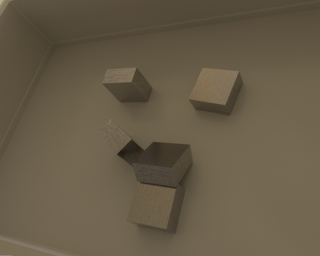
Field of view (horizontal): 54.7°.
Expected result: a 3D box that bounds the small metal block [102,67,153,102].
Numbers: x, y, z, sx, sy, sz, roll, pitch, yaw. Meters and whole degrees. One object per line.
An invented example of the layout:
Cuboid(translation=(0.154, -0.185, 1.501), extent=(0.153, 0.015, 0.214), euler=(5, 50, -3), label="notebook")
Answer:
Cuboid(translation=(-0.047, -0.061, 0.450), extent=(0.050, 0.050, 0.025), euler=(2, 63, 29), label="small metal block")

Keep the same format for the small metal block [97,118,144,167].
Cuboid(translation=(-0.047, 0.021, 0.400), extent=(0.025, 0.050, 0.050), euler=(-46, 52, -4), label="small metal block")

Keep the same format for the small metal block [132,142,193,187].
Cuboid(translation=(0.004, 0.041, 0.362), extent=(0.050, 0.025, 0.050), euler=(3, 28, 29), label="small metal block")

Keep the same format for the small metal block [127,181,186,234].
Cuboid(translation=(-0.004, 0.088, 0.353), extent=(0.050, 0.025, 0.050), euler=(2, 63, 28), label="small metal block")

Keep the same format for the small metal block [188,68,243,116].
Cuboid(translation=(0.072, -0.047, 0.396), extent=(0.050, 0.025, 0.050), euler=(13, 68, 33), label="small metal block")
